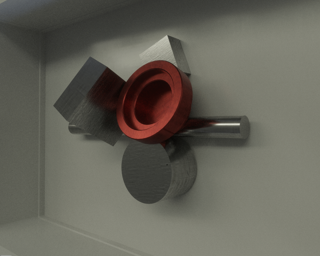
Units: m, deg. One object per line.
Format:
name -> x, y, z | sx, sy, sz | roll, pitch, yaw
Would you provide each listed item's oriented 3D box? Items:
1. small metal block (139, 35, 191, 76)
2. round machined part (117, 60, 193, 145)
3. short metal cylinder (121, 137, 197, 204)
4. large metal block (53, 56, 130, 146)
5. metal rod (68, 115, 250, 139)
small metal block -> 0.006, -0.082, 0.399 | 0.050, 0.025, 0.050 | -26, 74, 36
round machined part -> -0.002, -0.027, 0.369 | 0.098, 0.042, 0.098 | -16, 63, 34
short metal cylinder -> -0.002, 0.050, 0.387 | 0.080, 0.050, 0.079 | 0, 90, 39
large metal block -> -0.077, -0.034, 0.411 | 0.080, 0.080, 0.050 | -54, 44, 0
metal rod -> -0.026, -0.001, 0.422 | 0.300, 0.025, 0.025 | 0, 90, 39
